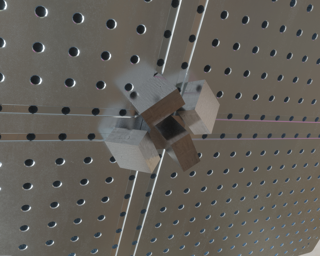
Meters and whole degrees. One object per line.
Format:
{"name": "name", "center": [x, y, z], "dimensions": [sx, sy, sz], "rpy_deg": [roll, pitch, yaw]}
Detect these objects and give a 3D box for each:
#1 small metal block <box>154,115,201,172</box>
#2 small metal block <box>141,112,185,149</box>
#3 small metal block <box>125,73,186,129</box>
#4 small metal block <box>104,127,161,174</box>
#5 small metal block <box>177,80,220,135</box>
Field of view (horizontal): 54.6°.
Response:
{"name": "small metal block", "center": [0.020, 0.018, 0.384], "dimensions": [0.025, 0.050, 0.050], "rpy_deg": [-32, 129, -8]}
{"name": "small metal block", "center": [0.004, 0.000, 0.412], "dimensions": [0.050, 0.025, 0.050], "rpy_deg": [0, 118, -30]}
{"name": "small metal block", "center": [-0.006, -0.034, 0.370], "dimensions": [0.050, 0.050, 0.025], "rpy_deg": [-35, 129, -5]}
{"name": "small metal block", "center": [-0.034, 0.028, 0.389], "dimensions": [0.025, 0.050, 0.050], "rpy_deg": [-58, 140, -37]}
{"name": "small metal block", "center": [0.052, -0.026, 0.405], "dimensions": [0.050, 0.025, 0.050], "rpy_deg": [50, 49, -39]}
